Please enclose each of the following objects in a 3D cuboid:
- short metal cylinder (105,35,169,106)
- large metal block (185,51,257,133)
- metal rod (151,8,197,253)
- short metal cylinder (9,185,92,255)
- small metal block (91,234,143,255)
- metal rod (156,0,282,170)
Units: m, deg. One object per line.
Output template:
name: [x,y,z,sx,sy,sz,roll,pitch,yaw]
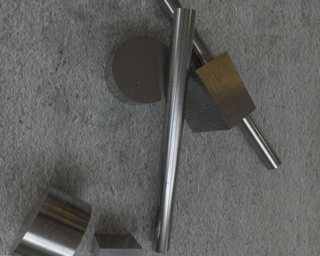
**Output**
short metal cylinder: [-0.025,-0.069,0.387,0.081,0.050,0.080,0,90,-20]
large metal block: [0.063,-0.042,0.400,0.050,0.080,0.080,-35,102,-24]
metal rod: [0.014,0.014,0.376,0.025,0.025,0.298,0,104,-20]
short metal cylinder: [-0.118,0.108,0.337,0.050,0.080,0.080,33,79,-17]
small metal block: [-0.054,0.150,0.376,0.050,0.050,0.025,9,87,-20]
metal rod: [0.088,-0.062,0.441,0.025,0.025,0.299,-40,103,-16]
